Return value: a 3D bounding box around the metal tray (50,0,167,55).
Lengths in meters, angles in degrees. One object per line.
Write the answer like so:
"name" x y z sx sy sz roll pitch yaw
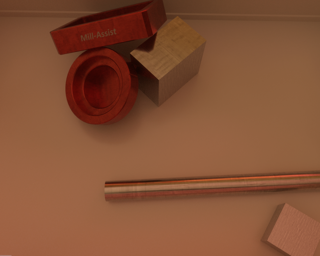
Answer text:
"metal tray" -0.064 -0.135 0.408 0.130 0.030 0.090 -6 29 18

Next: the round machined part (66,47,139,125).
"round machined part" -0.071 -0.052 0.404 0.098 0.042 0.097 -1 88 24

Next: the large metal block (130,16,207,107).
"large metal block" 0.010 -0.085 0.412 0.080 0.080 0.050 -42 76 -14

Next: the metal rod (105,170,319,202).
"metal rod" 0.085 0.071 0.384 0.302 0.025 0.025 -3 70 -2

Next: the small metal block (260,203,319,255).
"small metal block" 0.156 0.125 0.366 0.050 0.025 0.050 31 73 10
